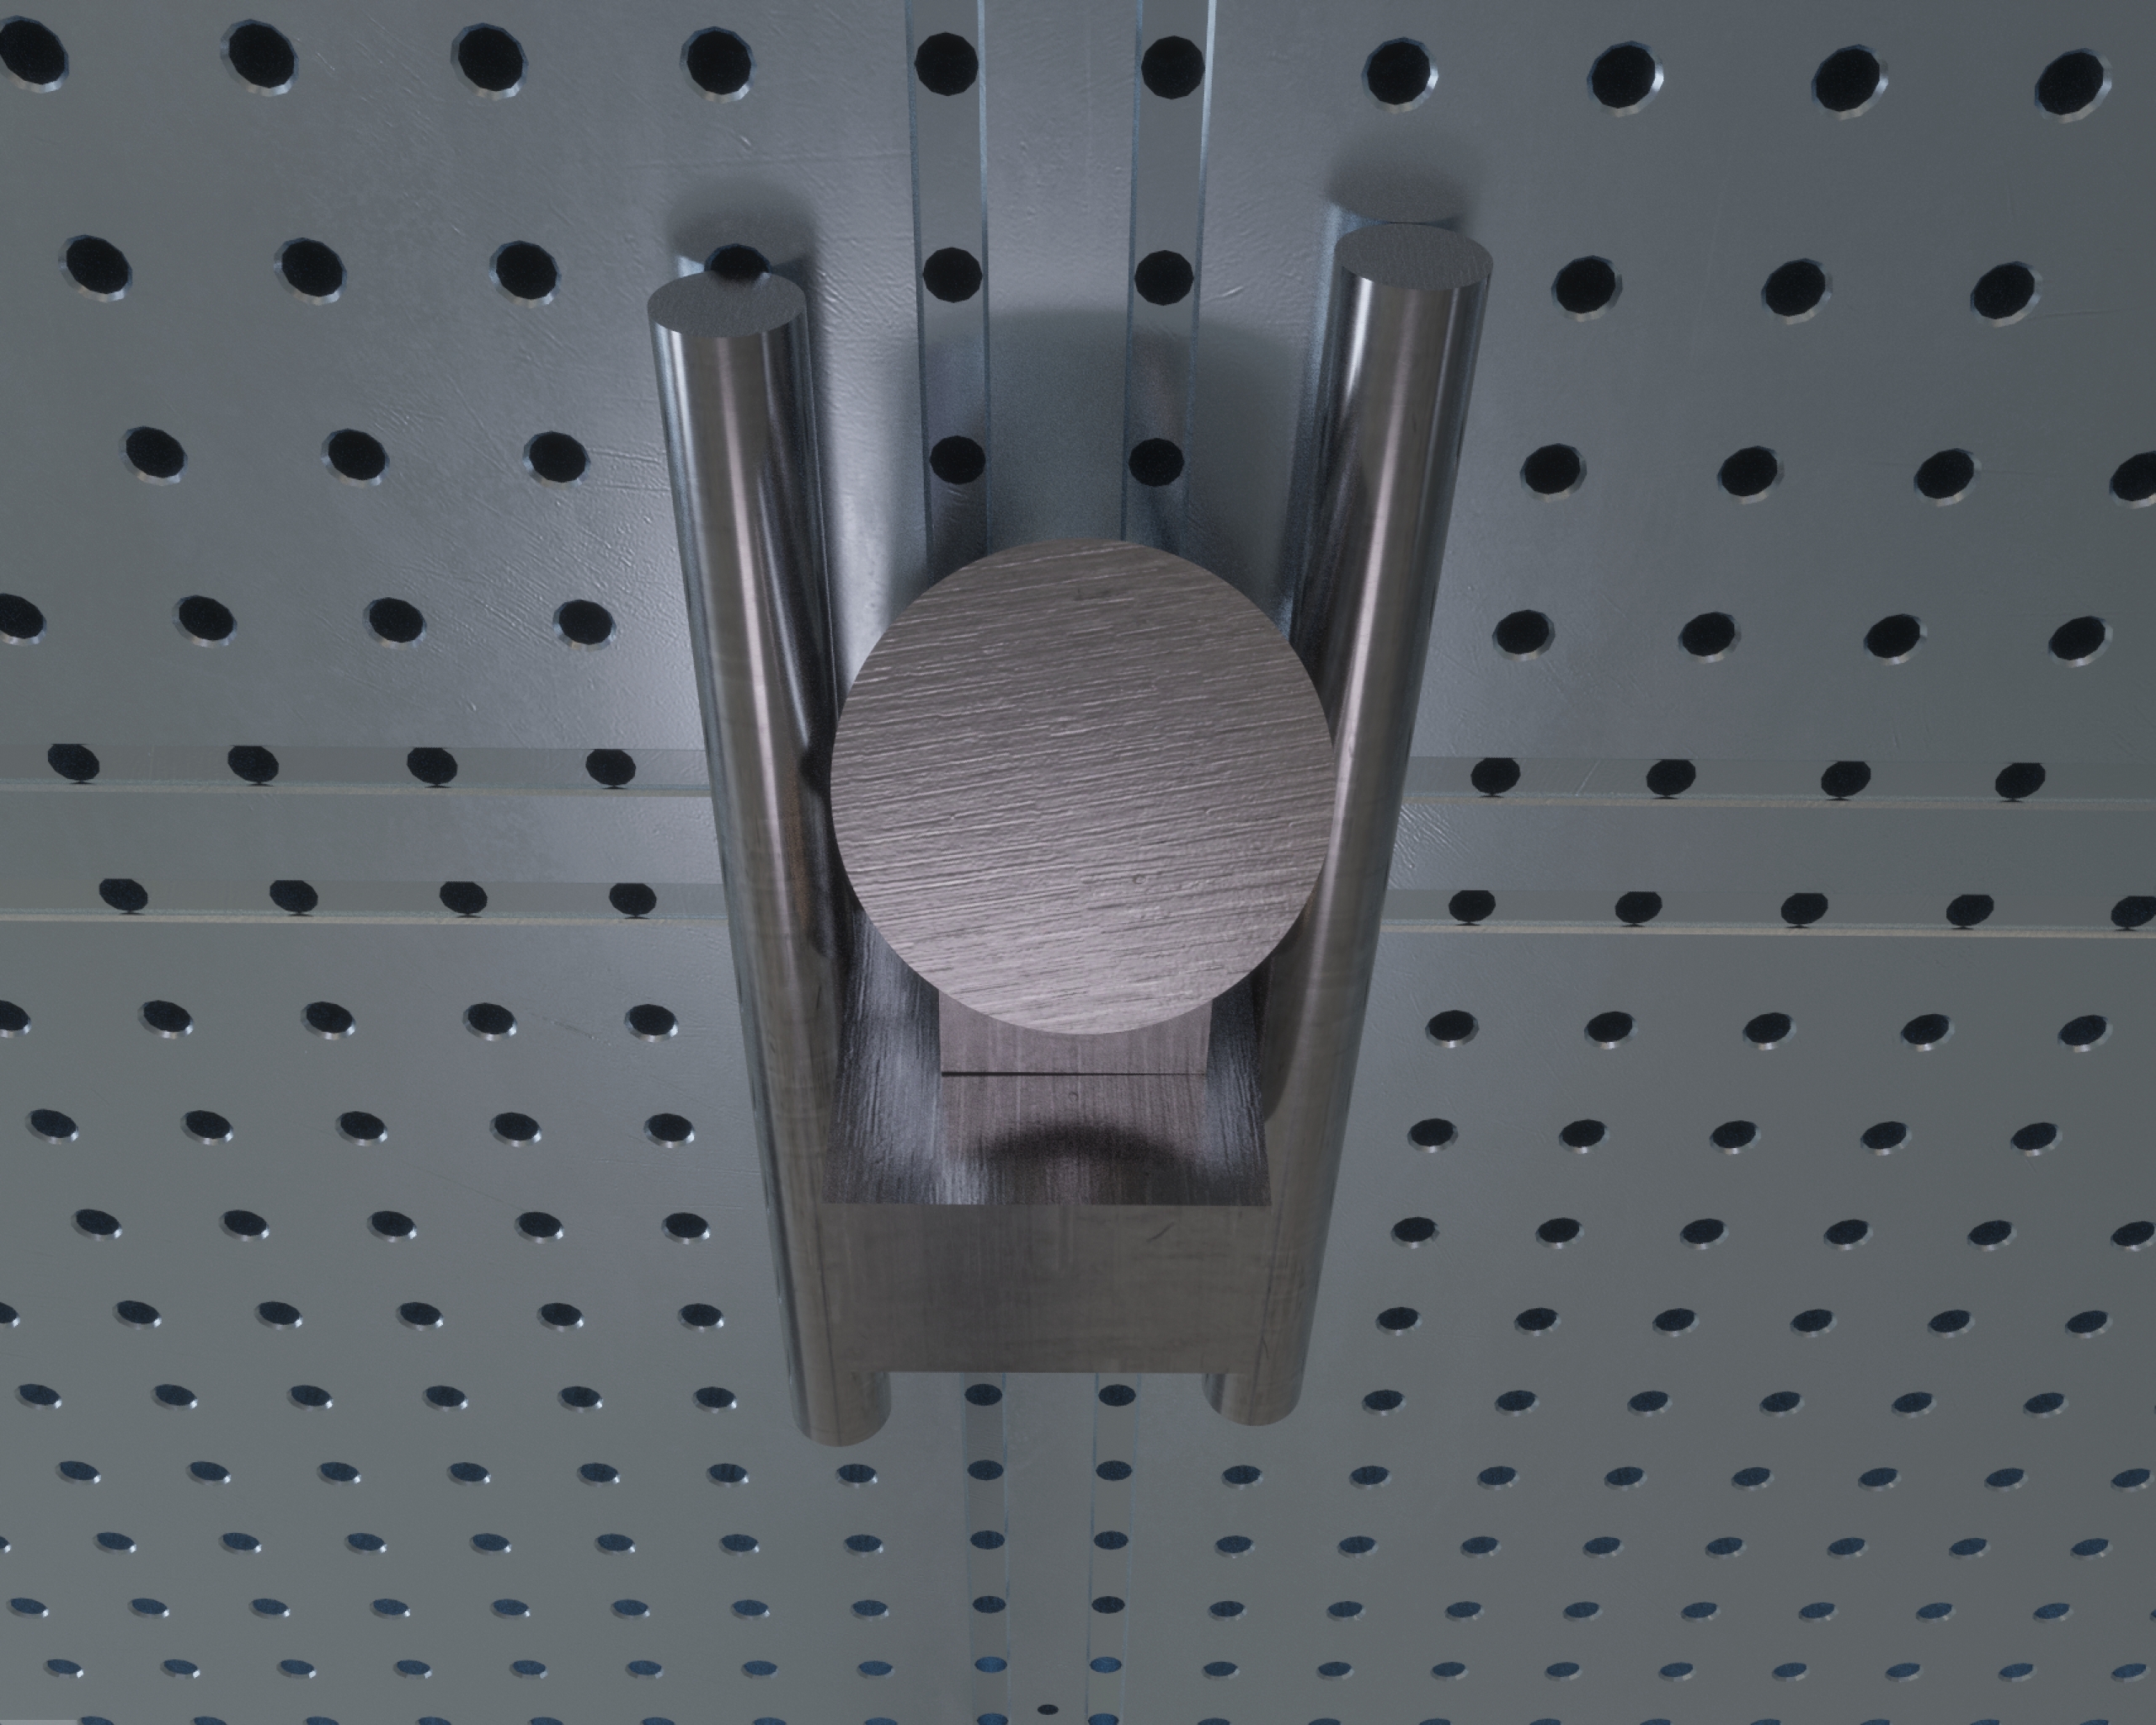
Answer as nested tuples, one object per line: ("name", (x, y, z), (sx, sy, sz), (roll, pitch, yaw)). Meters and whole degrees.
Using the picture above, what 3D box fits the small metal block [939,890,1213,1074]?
("small metal block", (-0.001, 0.014, 0.407), (0.050, 0.050, 0.025), (1, 130, -2))

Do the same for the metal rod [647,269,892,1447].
("metal rod", (-0.058, 0.024, 0.431), (0.025, 0.025, 0.298), (0, 130, -1))

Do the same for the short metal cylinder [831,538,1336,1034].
("short metal cylinder", (0.001, -0.011, 0.358), (0.081, 0.050, 0.080), (0, 86, -1))

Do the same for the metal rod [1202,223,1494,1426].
("metal rod", (0.048, 0.017, 0.427), (0.025, 0.025, 0.298), (1, 130, -1))

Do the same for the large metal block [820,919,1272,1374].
("large metal block", (-0.006, 0.054, 0.418), (0.081, 0.080, 0.050), (1, 130, -1))
